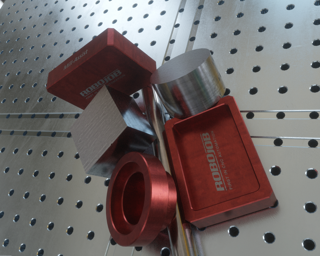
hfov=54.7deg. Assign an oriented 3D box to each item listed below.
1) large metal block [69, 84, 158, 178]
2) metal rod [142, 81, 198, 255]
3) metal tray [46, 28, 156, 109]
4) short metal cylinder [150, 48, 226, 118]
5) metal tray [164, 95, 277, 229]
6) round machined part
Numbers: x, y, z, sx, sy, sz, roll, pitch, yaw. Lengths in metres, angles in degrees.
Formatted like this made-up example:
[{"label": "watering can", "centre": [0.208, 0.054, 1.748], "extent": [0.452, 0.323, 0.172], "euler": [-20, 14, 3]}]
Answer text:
[{"label": "large metal block", "centre": [-0.062, 0.006, 0.393], "extent": [0.080, 0.050, 0.080], "euler": [-48, 49, 18]}, {"label": "metal rod", "centre": [0.003, 0.023, 0.387], "extent": [0.025, 0.025, 0.299], "euler": [-23, 53, 14]}, {"label": "metal tray", "centre": [-0.081, -0.071, 0.430], "extent": [0.130, 0.090, 0.030], "euler": [-25, 53, 31]}, {"label": "short metal cylinder", "centre": [0.034, -0.056, 0.385], "extent": [0.080, 0.050, 0.080], "euler": [-24, 27, 13]}, {"label": "metal tray", "centre": [0.061, 0.034, 0.347], "extent": [0.090, 0.030, 0.130], "euler": [-22, 53, 14]}, {"label": "round machined part", "centre": [-0.018, 0.077, 0.337], "extent": [0.098, 0.042, 0.098], "euler": [-27, 56, 50]}]
